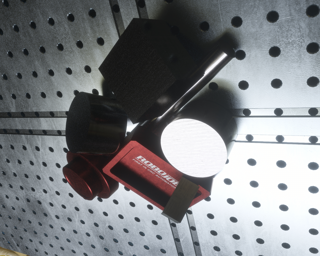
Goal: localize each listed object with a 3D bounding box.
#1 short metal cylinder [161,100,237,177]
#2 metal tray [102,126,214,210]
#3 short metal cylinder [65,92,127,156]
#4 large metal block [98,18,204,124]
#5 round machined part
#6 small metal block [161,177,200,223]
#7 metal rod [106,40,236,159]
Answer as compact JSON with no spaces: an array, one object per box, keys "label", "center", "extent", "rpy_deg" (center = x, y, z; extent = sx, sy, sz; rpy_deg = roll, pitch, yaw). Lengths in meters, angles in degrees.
[{"label":"short metal cylinder","center":[0.048,0.013,0.377],"extent":[0.080,0.050,0.079],"rpy_deg":[13,124,21]},{"label":"metal tray","center":[-0.003,0.064,0.431],"extent":[0.130,0.030,0.090],"rpy_deg":[36,130,-13]},{"label":"short metal cylinder","center":[-0.086,-0.004,0.411],"extent":[0.080,0.050,0.080],"rpy_deg":[-16,70,51]},{"label":"large metal block","center":[-0.012,-0.063,0.348],"extent":[0.080,0.050,0.080],"rpy_deg":[-43,74,39]},{"label":"round machined part","center":[-0.116,0.076,0.491],"extent":[0.098,0.042,0.097],"rpy_deg":[28,140,26]},{"label":"small metal block","center":[0.025,0.095,0.402],"extent":[0.025,0.050,0.050],"rpy_deg":[29,163,7]},{"label":"metal rod","center":[-0.014,-0.004,0.418],"extent":[0.025,0.025,0.299],"rpy_deg":[44,130,-3]}]
